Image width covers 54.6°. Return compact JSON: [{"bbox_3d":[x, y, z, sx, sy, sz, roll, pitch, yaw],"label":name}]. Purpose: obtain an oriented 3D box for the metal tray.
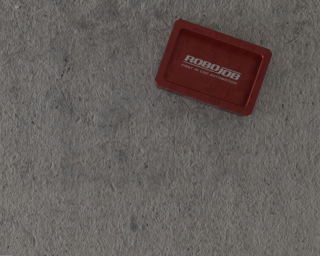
[{"bbox_3d":[0.068,-0.077,0.407,0.131,0.030,0.090,19,90,0],"label":"metal tray"}]
